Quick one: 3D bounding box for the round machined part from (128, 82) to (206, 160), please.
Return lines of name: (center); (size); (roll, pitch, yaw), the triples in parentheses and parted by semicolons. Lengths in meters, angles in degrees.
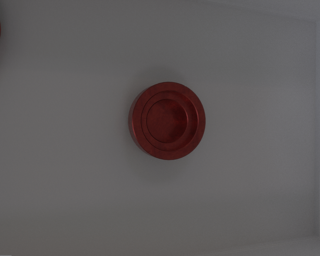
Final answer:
round machined part: (0.006, -0.009, 0.404); (0.099, 0.042, 0.097); (0, 90, -20)
